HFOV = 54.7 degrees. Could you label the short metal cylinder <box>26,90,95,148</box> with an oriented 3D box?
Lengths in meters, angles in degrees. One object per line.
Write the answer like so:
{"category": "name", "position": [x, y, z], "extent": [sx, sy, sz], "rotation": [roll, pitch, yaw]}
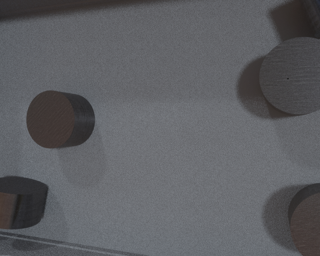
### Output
{"category": "short metal cylinder", "position": [-0.142, -0.012, 0.448], "extent": [0.080, 0.050, 0.080], "rotation": [0, 90, 20]}

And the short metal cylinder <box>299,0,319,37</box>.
{"category": "short metal cylinder", "position": [0.189, -0.135, 0.314], "extent": [0.080, 0.080, 0.050], "rotation": [-22, 83, 18]}

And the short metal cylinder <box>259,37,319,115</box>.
{"category": "short metal cylinder", "position": [0.153, -0.054, 0.343], "extent": [0.080, 0.050, 0.080], "rotation": [0, 90, 20]}

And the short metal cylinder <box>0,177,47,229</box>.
{"category": "short metal cylinder", "position": [-0.214, 0.108, 0.457], "extent": [0.080, 0.080, 0.050], "rotation": [12, 94, 19]}

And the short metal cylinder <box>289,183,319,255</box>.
{"category": "short metal cylinder", "position": [0.182, 0.103, 0.333], "extent": [0.080, 0.050, 0.080], "rotation": [0, 90, 20]}
